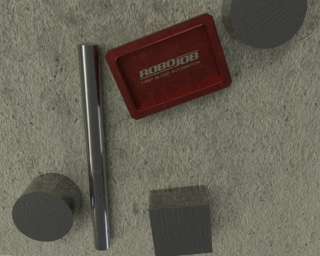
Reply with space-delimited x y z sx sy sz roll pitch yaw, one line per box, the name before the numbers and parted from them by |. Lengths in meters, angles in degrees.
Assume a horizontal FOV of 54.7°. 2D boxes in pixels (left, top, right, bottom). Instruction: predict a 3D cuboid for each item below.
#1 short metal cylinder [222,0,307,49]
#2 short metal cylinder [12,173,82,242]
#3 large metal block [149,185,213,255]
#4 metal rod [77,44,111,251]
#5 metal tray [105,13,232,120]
short metal cylinder | 0.114 -0.132 0.349 0.081 0.050 0.079 0 110 0
short metal cylinder | -0.156 0.111 0.436 0.081 0.050 0.079 0 110 0
large metal block | 0.029 0.133 0.446 0.080 0.050 0.079 -6 110 2
metal rod | -0.087 0.039 0.423 0.025 0.025 0.298 0 110 0
metal tray | 0.011 -0.074 0.379 0.130 0.030 0.090 -19 109 7
